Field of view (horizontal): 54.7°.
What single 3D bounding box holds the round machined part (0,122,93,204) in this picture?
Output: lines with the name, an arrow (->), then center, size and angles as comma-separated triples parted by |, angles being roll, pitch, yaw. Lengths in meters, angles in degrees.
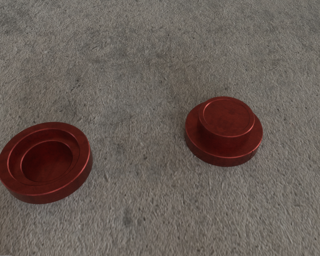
round machined part -> -0.127, 0.043, 0.355 | 0.099, 0.042, 0.098 | 0, 50, 0

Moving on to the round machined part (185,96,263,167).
round machined part -> 0.082, -0.003, 0.395 | 0.099, 0.042, 0.098 | 0, 50, 0
